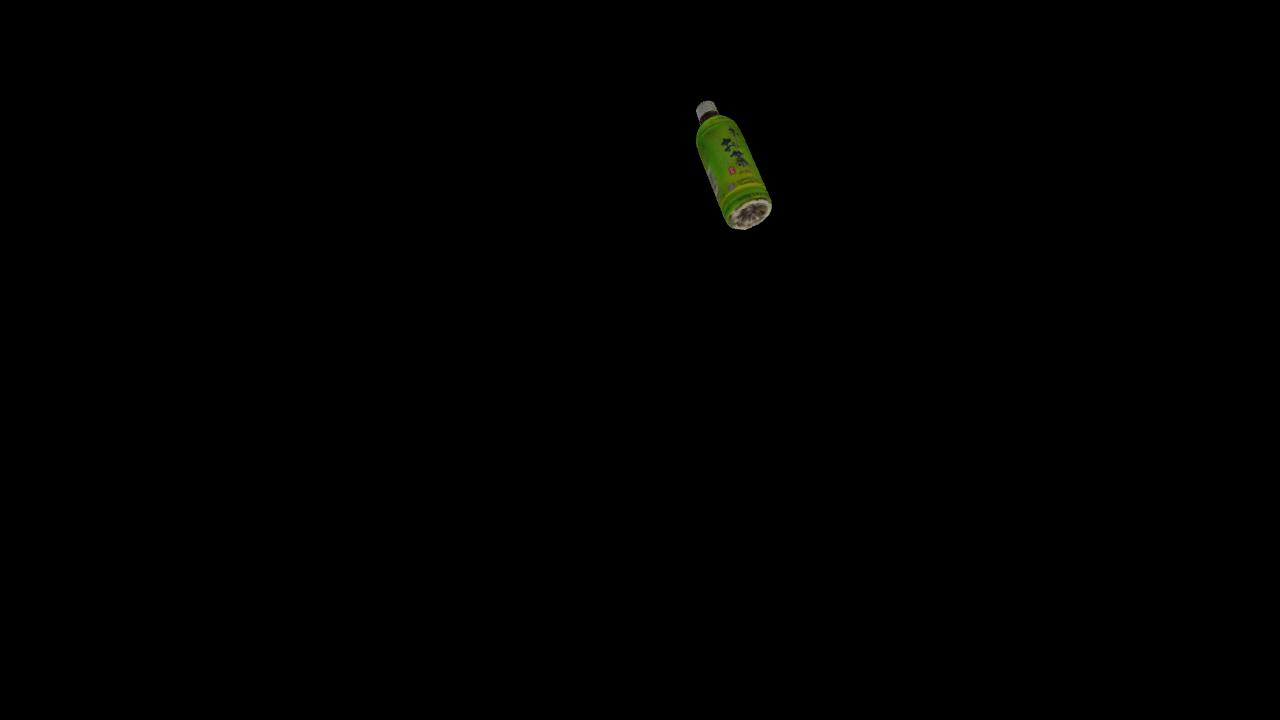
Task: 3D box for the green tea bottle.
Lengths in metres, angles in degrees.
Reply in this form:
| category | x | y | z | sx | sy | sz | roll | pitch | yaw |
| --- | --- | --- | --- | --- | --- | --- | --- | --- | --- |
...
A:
| category | x | y | z | sx | sy | sz | roll | pitch | yaw |
| --- | --- | --- | --- | --- | --- | --- | --- | --- | --- |
| green tea bottle | 0.126 | -0.294 | 0.902 | 0.073 | 0.212 | 0.073 | -16 | -23 | -7 |
